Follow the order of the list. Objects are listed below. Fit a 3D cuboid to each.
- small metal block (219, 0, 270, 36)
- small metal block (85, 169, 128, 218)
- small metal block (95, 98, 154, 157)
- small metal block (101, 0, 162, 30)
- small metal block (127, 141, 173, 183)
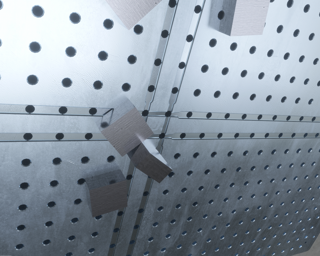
[{"bbox_3d":[0.104,-0.142,0.382,0.050,0.025,0.050,-10,123,-24],"label":"small metal block"},{"bbox_3d":[-0.074,0.090,0.428,0.050,0.025,0.050,-12,124,-22],"label":"small metal block"},{"bbox_3d":[-0.044,0.000,0.389,0.050,0.025,0.050,-37,130,-4],"label":"small metal block"},{"bbox_3d":[-0.032,-0.137,0.310,0.050,0.025,0.050,-42,130,1],"label":"small metal block"},{"bbox_3d":[-0.017,0.040,0.412,0.025,0.050,0.050,-46,130,4],"label":"small metal block"}]
